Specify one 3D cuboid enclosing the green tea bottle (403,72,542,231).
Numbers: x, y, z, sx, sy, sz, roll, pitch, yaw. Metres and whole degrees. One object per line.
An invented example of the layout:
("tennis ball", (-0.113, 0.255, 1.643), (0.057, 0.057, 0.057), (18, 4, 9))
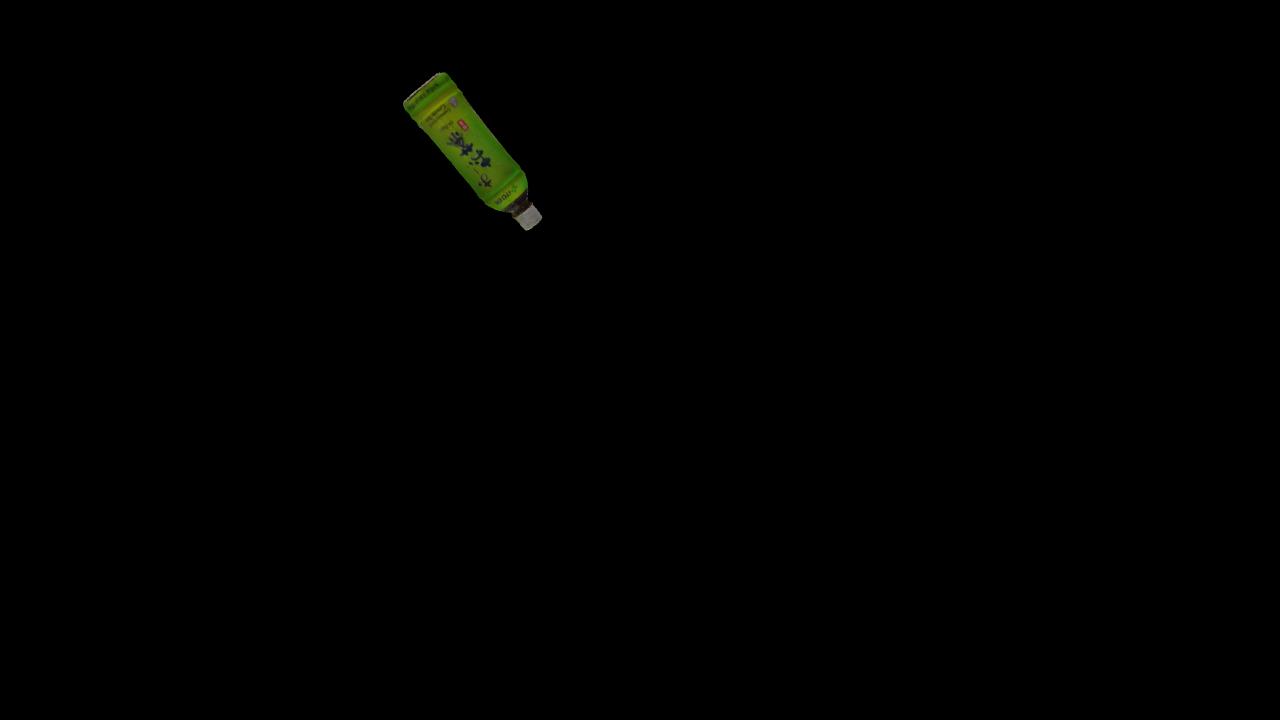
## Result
("green tea bottle", (-0.204, -0.259, 0.792), (0.212, 0.073, 0.073), (49, -25, -25))
